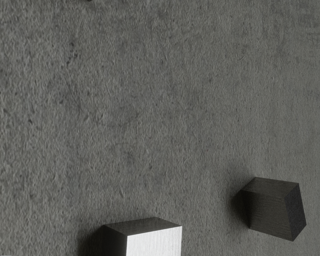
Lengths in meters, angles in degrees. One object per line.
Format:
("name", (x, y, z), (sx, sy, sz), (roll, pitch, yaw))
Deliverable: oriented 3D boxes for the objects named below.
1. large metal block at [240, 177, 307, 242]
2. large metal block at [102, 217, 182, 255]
("large metal block", (0.194, 0.136, 0.532), (0.050, 0.080, 0.080), (-26, 107, -37))
("large metal block", (-0.022, 0.157, 0.370), (0.081, 0.050, 0.080), (6, 87, -40))
